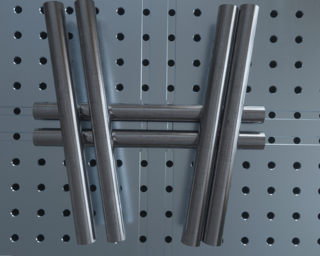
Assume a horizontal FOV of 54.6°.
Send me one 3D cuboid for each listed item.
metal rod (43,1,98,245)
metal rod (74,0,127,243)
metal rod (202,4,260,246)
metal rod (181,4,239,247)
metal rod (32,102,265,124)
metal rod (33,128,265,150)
[{"bbox_3d":[-0.112,-0.006,0.388,0.025,0.025,0.298,-8,90,0],"label":"metal rod"},{"bbox_3d":[-0.074,-0.009,0.389,0.025,0.025,0.298,-8,90,0],"label":"metal rod"},{"bbox_3d":[0.089,-0.004,0.390,0.025,0.025,0.298,9,90,0],"label":"metal rod"},{"bbox_3d":[0.062,-0.003,0.389,0.025,0.025,0.298,9,90,0],"label":"metal rod"},{"bbox_3d":[-0.014,-0.020,0.414,0.302,0.025,0.025,1,90,0],"label":"metal rod"},{"bbox_3d":[-0.014,0.015,0.414,0.302,0.025,0.025,1,90,0],"label":"metal rod"}]
